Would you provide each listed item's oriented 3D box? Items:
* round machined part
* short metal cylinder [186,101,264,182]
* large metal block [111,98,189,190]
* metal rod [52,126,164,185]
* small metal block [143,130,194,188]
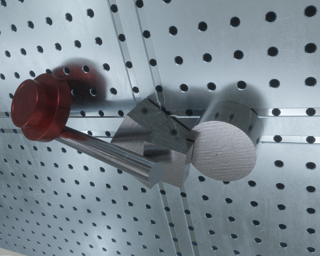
[{"bbox_3d":[-0.172,-0.031,0.435,0.098,0.042,0.098,-9,74,37],"label":"round machined part"},{"bbox_3d":[0.076,0.015,0.363,0.080,0.050,0.079,13,124,20],"label":"short metal cylinder"},{"bbox_3d":[-0.016,0.022,0.413,0.080,0.050,0.080,37,129,2],"label":"large metal block"},{"bbox_3d":[-0.115,0.015,0.423,0.300,0.025,0.025,16,127,39],"label":"metal rod"},{"bbox_3d":[0.009,0.036,0.360,0.050,0.025,0.050,17,125,18],"label":"small metal block"}]
